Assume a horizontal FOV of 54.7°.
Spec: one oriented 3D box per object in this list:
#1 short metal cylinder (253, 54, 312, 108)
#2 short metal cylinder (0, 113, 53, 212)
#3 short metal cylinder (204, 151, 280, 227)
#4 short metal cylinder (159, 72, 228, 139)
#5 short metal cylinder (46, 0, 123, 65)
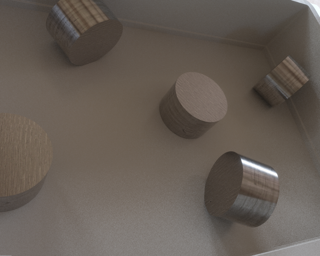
[{"bbox_3d":[0.207,-0.079,0.530,0.050,0.080,0.080,48,51,5],"label":"short metal cylinder"},{"bbox_3d":[-0.147,0.033,0.291,0.081,0.050,0.080,14,56,-21],"label":"short metal cylinder"},{"bbox_3d":[0.097,0.074,0.377,0.050,0.080,0.080,21,54,-16],"label":"short metal cylinder"},{"bbox_3d":[0.046,-0.031,0.433,0.081,0.050,0.080,14,56,-21],"label":"short metal cylinder"},{"bbox_3d":[-0.095,-0.126,0.396,0.081,0.080,0.050,-31,79,-38],"label":"short metal cylinder"}]
